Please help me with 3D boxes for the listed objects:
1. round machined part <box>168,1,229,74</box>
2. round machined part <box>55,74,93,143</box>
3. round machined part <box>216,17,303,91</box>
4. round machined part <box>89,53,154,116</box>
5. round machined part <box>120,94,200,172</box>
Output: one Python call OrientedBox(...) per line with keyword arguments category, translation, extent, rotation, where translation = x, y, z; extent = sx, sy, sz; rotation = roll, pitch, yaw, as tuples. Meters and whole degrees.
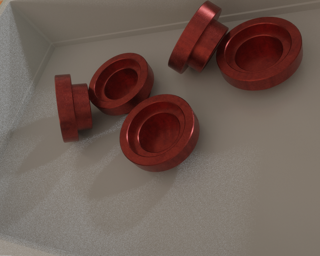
OrientedBox(category="round machined part", translation=(0.055, -0.113, 0.410), extent=(0.042, 0.098, 0.098), rotation=(33, 78, 3))
OrientedBox(category="round machined part", translation=(-0.124, -0.030, 0.450), extent=(0.042, 0.097, 0.098), rotation=(-8, 52, -14))
OrientedBox(category="round machined part", translation=(0.123, -0.086, 0.383), extent=(0.098, 0.042, 0.098), rotation=(-13, 56, 20))
OrientedBox(category="round machined part", translation=(-0.053, -0.060, 0.457), extent=(0.098, 0.042, 0.098), rotation=(-13, 56, 20))
OrientedBox(category="round machined part", translation=(0.003, 0.009, 0.386), extent=(0.098, 0.042, 0.098), rotation=(-13, 56, 20))
